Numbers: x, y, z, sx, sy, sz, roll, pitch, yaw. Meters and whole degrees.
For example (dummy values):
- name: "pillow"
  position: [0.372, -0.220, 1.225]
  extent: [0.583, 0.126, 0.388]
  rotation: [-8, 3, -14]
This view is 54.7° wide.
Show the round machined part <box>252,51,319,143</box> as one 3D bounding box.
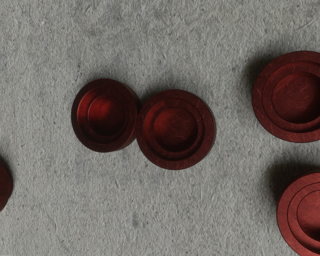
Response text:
- name: "round machined part"
  position: [0.155, -0.033, 0.345]
  extent: [0.098, 0.042, 0.097]
  rotation: [0, 90, 20]

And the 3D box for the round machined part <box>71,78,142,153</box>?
- name: "round machined part"
  position: [-0.068, -0.016, 0.424]
  extent: [0.098, 0.042, 0.097]
  rotation: [0, 90, 20]

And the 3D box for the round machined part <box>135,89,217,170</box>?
- name: "round machined part"
  position: [0.022, 0.002, 0.391]
  extent: [0.098, 0.042, 0.097]
  rotation: [0, 90, 18]

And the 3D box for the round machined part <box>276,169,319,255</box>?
- name: "round machined part"
  position: [0.179, 0.093, 0.337]
  extent: [0.098, 0.042, 0.097]
  rotation: [0, 90, 20]

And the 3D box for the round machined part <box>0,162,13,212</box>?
- name: "round machined part"
  position: [-0.278, 0.093, 0.498]
  extent: [0.098, 0.042, 0.097]
  rotation: [0, 90, 20]
